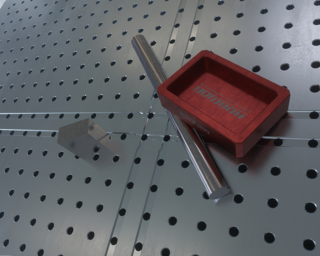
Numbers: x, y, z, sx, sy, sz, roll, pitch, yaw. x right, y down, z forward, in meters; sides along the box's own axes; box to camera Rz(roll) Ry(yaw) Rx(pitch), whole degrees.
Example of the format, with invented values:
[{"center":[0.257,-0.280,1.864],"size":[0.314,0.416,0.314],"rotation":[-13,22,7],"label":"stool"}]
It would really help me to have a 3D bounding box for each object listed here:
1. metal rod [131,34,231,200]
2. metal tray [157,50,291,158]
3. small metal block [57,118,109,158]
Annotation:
[{"center":[0.014,-0.037,0.423],"size":[0.025,0.025,0.300],"rotation":[-31,52,8],"label":"metal rod"},{"center":[0.072,-0.035,0.370],"size":[0.090,0.030,0.130],"rotation":[-42,55,-16],"label":"metal tray"},{"center":[-0.108,0.015,0.439],"size":[0.050,0.050,0.025],"rotation":[-17,55,18],"label":"small metal block"}]
